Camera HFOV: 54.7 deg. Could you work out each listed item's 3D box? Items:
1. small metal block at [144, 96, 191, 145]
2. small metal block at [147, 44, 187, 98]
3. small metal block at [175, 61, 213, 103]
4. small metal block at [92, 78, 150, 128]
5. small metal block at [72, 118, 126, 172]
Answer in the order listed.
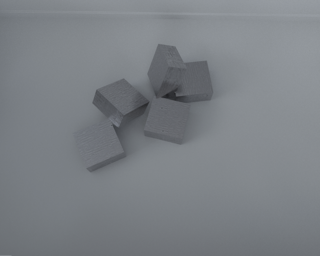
[{"bbox_3d":[0.010,-0.010,0.413,0.050,0.025,0.050,14,71,5],"label":"small metal block"},{"bbox_3d":[0.008,-0.075,0.413,0.025,0.050,0.050,2,46,-25],"label":"small metal block"},{"bbox_3d":[0.043,-0.064,0.433,0.050,0.025,0.050,-7,70,-3],"label":"small metal block"},{"bbox_3d":[-0.051,-0.034,0.410,0.050,0.025,0.050,43,44,14],"label":"small metal block"},{"bbox_3d":[-0.078,0.022,0.401,0.050,0.025,0.050,-23,72,-8],"label":"small metal block"}]
